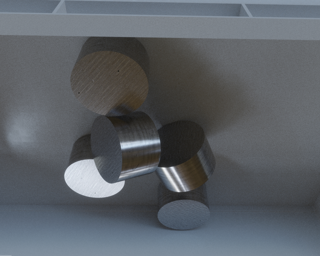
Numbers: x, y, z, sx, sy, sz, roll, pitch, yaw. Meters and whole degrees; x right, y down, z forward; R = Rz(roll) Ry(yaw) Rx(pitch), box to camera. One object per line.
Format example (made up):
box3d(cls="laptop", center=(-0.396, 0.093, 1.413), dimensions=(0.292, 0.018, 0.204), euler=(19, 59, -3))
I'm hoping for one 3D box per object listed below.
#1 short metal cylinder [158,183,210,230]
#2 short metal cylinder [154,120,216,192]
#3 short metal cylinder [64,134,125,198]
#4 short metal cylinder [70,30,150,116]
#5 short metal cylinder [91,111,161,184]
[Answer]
box3d(cls="short metal cylinder", center=(0.036, 0.118, 0.494), dimensions=(0.081, 0.050, 0.079), euler=(0, 130, 0))
box3d(cls="short metal cylinder", center=(0.027, 0.036, 0.404), dimensions=(0.080, 0.080, 0.050), euler=(-17, 128, 13))
box3d(cls="short metal cylinder", center=(-0.088, 0.054, 0.437), dimensions=(0.081, 0.050, 0.079), euler=(0, 130, 0))
box3d(cls="short metal cylinder", center=(-0.052, -0.060, 0.341), dimensions=(0.081, 0.050, 0.079), euler=(0, 130, 0))
box3d(cls="short metal cylinder", center=(-0.043, 0.022, 0.372), dimensions=(0.050, 0.080, 0.079), euler=(-9, 138, -35))
